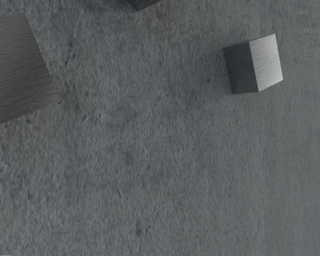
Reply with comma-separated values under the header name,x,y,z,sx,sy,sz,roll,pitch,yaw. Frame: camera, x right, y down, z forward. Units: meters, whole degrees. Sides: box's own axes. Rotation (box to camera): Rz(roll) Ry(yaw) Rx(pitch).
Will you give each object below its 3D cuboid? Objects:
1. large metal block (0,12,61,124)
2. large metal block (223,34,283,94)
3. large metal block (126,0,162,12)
name,x,y,z,sx,sy,sz,roll,pitch,yaw
large metal block,-0.147,-0.045,0.266,0.081,0.050,0.080,-29,109,-36
large metal block,0.159,-0.108,0.525,0.081,0.050,0.080,-25,106,-37
large metal block,-0.025,-0.203,0.369,0.080,0.050,0.080,34,69,-35
